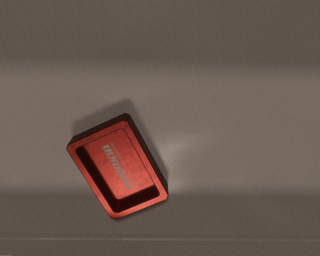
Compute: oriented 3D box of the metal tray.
[{"bbox_3d":[-0.055,0.055,0.428,0.090,0.030,0.129,-24,109,8],"label":"metal tray"}]
